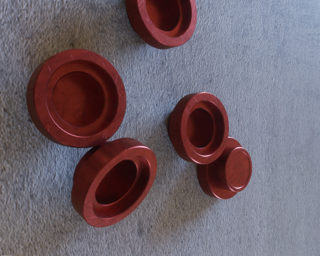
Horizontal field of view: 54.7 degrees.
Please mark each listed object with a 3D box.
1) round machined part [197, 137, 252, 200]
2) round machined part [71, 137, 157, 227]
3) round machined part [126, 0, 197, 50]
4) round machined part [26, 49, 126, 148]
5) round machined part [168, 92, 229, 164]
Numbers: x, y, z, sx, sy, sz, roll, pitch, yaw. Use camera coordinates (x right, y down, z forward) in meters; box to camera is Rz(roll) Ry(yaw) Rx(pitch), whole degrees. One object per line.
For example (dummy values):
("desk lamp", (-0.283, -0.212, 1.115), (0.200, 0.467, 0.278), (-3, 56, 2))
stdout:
("round machined part", (0.107, 0.063, 0.483), (0.099, 0.042, 0.097), (0, 90, -40))
("round machined part", (-0.052, 0.053, 0.333), (0.099, 0.042, 0.097), (-31, 137, -34))
("round machined part", (-0.002, -0.148, 0.391), (0.099, 0.042, 0.097), (0, 90, -40))
("round machined part", (-0.087, -0.029, 0.320), (0.099, 0.042, 0.097), (0, 90, -40))
("round machined part", (0.050, 0.000, 0.435), (0.099, 0.042, 0.097), (0, 90, -40))
